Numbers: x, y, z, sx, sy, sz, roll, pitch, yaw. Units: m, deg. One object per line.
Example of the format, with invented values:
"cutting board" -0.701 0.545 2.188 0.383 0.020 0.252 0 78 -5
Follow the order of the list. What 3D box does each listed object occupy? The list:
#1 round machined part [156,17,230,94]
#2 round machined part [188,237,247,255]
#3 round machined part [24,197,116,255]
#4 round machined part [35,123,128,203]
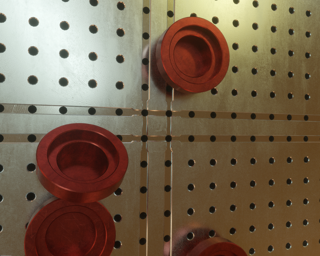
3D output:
"round machined part" 0.040 -0.095 0.418 0.099 0.042 0.097 0 90 -20
"round machined part" 0.074 0.200 0.431 0.099 0.042 0.097 0 90 -20
"round machined part" -0.105 0.124 0.365 0.099 0.042 0.097 0 90 -20
"round machined part" -0.089 0.043 0.353 0.099 0.042 0.098 13 42 -11
